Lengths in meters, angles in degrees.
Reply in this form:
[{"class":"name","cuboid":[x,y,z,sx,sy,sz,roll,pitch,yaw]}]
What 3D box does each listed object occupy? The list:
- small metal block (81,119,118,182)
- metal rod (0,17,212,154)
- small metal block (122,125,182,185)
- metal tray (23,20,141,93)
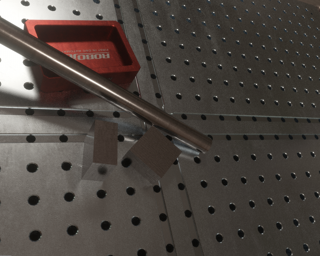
[{"class":"small metal block","cuboid":[-0.067,0.026,0.341,0.025,0.050,0.050,10,57,-23]},{"class":"metal rod","cuboid":[-0.059,-0.043,0.374,0.301,0.025,0.025,29,51,-22]},{"class":"small metal block","cuboid":[-0.009,0.033,0.384,0.050,0.025,0.050,42,51,0]},{"class":"metal tray","cuboid":[-0.102,-0.099,0.411,0.131,0.030,0.090,-13,68,-34]}]
